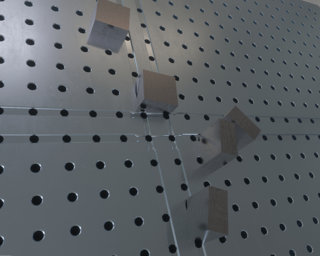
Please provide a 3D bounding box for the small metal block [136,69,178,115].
[{"bbox_3d":[-0.005,-0.050,0.436,0.050,0.025,0.050,10,58,-23],"label":"small metal block"}]

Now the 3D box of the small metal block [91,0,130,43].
[{"bbox_3d":[-0.074,-0.163,0.467,0.050,0.025,0.050,13,56,-21],"label":"small metal block"}]

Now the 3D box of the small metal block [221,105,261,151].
[{"bbox_3d":[0.106,0.004,0.446,0.050,0.050,0.025,45,51,3],"label":"small metal block"}]

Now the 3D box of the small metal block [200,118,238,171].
[{"bbox_3d":[0.078,0.023,0.419,0.025,0.050,0.050,16,56,-19],"label":"small metal block"}]

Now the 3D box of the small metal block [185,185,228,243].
[{"bbox_3d":[0.054,0.101,0.359,0.025,0.050,0.050,19,54,-17],"label":"small metal block"}]
